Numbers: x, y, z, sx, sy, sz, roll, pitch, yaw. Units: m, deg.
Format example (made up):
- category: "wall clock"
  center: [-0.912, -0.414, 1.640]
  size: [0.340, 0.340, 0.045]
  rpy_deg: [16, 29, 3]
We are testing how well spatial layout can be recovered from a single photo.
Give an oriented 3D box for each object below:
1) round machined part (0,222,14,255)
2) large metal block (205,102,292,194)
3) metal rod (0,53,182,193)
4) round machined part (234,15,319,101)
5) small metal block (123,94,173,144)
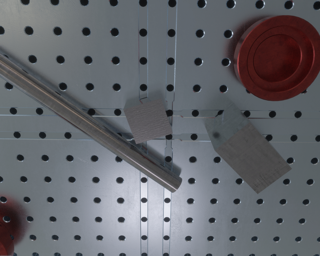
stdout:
- category: "round machined part"
  center: [-0.269, 0.175, 0.466]
  size: [0.099, 0.042, 0.097]
  rpy_deg: [0, 110, 0]
- category: "large metal block"
  center: [0.108, 0.023, 0.393]
  size: [0.050, 0.080, 0.080]
  rpy_deg: [-42, 105, 14]
- category: "metal rod"
  center: [-0.095, -0.004, 0.410]
  size: [0.301, 0.025, 0.025]
  rpy_deg: [36, 106, -13]
- category: "round machined part"
  center: [0.138, -0.085, 0.374]
  size: [0.099, 0.042, 0.097]
  rpy_deg: [0, 110, 0]
- category: "small metal block"
  center: [-0.015, -0.012, 0.409]
  size: [0.050, 0.025, 0.050]
  rpy_deg: [-16, 110, 6]
